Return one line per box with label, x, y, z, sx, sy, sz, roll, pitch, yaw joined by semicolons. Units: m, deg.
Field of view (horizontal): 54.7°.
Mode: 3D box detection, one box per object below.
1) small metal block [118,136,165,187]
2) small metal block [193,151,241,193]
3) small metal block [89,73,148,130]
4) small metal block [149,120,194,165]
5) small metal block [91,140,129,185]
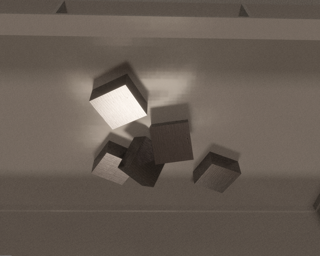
small metal block;-0.022;0.047;0.429;0.025;0.050;0.050;-6;139;48
small metal block;0.085;0.068;0.468;0.050;0.025;0.050;20;127;-17
small metal block;-0.050;-0.031;0.382;0.050;0.025;0.050;-22;127;17
small metal block;0.016;0.018;0.410;0.050;0.025;0.050;-8;99;5
small metal block;-0.065;0.052;0.452;0.050;0.025;0.050;26;125;-21
